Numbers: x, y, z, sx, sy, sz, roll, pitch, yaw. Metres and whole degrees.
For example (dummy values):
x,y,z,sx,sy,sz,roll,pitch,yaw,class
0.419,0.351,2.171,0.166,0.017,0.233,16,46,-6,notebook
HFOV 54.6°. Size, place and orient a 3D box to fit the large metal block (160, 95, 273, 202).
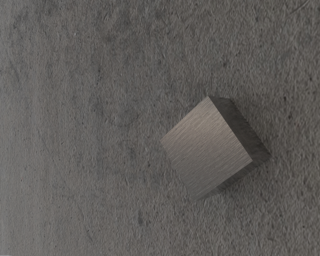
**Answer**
x,y,z,sx,sy,sz,roll,pitch,yaw,class
0.059,0.022,0.341,0.080,0.050,0.080,-44,63,31,large metal block
